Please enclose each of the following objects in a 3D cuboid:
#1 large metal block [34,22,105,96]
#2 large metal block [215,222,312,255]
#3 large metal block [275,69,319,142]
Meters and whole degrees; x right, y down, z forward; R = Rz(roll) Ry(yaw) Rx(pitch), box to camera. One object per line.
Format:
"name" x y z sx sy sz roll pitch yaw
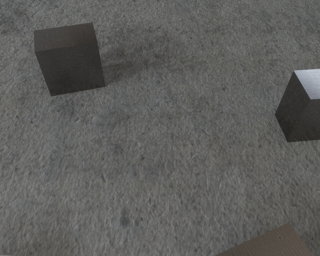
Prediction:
"large metal block" -0.128 -0.098 0.449 0.081 0.080 0.050 -12 51 -10
"large metal block" 0.097 0.142 0.269 0.081 0.050 0.080 -18 52 -15
"large metal block" 0.205 -0.028 0.394 0.081 0.080 0.050 -4 50 -4
